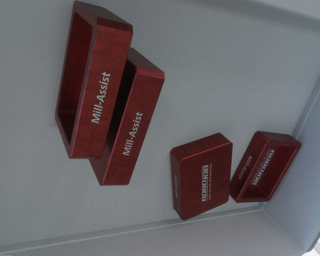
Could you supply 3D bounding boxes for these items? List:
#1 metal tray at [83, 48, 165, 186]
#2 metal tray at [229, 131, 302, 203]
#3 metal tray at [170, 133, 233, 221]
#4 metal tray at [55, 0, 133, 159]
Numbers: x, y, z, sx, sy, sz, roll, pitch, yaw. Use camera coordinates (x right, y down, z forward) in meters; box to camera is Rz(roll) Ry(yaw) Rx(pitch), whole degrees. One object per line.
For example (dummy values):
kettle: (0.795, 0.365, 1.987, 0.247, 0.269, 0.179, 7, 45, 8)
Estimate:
metal tray: (-0.045, -0.015, 0.332, 0.030, 0.090, 0.129, 6, 116, -31)
metal tray: (0.183, 0.072, 0.549, 0.091, 0.030, 0.129, 6, 115, -31)
metal tray: (0.066, 0.079, 0.490, 0.091, 0.030, 0.129, -17, 126, -19)
metal tray: (-0.070, -0.046, 0.299, 0.030, 0.090, 0.129, 4, 117, -30)
